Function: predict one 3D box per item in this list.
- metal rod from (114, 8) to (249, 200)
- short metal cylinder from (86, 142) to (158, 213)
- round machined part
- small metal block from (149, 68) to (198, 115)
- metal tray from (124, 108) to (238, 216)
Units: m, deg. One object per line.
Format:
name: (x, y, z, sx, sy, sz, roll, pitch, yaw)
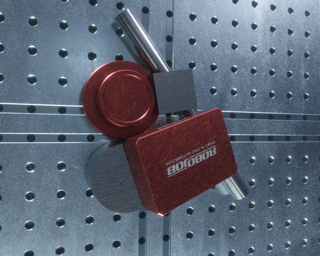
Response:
metal rod: (0.036, -0.024, 0.422, 0.025, 0.025, 0.299, -38, 102, -16)
short metal cylinder: (-0.047, 0.057, 0.378, 0.081, 0.050, 0.079, 0, 90, -20)
round machined part: (-0.044, -0.035, 0.382, 0.099, 0.042, 0.097, 0, 90, -19)
small metal block: (0.016, -0.046, 0.390, 0.050, 0.025, 0.050, -10, 96, -15)
metal tray: (0.030, 0.036, 0.377, 0.131, 0.030, 0.089, -21, 98, -32)
